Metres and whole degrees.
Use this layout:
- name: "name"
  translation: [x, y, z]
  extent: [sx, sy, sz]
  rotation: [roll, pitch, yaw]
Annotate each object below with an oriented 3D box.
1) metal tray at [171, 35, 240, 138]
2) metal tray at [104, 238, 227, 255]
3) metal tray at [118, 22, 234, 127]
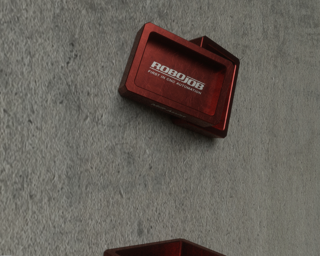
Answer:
- name: "metal tray"
  translation: [0.071, -0.057, 0.459]
  extent: [0.091, 0.030, 0.129]
  rotation: [20, 77, -38]
- name: "metal tray"
  translation: [0.009, 0.166, 0.370]
  extent: [0.131, 0.090, 0.030]
  rotation: [9, 85, -40]
- name: "metal tray"
  translation: [0.023, -0.064, 0.393]
  extent: [0.131, 0.030, 0.090]
  rotation: [20, 78, -19]
